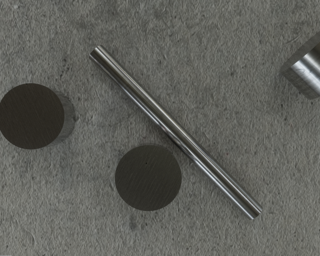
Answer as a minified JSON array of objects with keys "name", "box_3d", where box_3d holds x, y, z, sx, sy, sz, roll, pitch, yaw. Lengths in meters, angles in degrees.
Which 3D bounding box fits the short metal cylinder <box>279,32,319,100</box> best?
[{"name":"short metal cylinder","box_3d":[0.198,-0.081,0.384,0.050,0.080,0.080,44,90,0]}]

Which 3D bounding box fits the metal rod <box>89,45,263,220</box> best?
[{"name":"metal rod","box_3d":[0.021,0.006,0.410,0.025,0.025,0.300,-45,90,0]}]

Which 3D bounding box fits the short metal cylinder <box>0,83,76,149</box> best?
[{"name":"short metal cylinder","box_3d":[-0.155,-0.014,0.396,0.081,0.050,0.080,0,90,0]}]

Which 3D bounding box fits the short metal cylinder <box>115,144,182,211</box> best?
[{"name":"short metal cylinder","box_3d":[-0.014,0.060,0.397,0.081,0.050,0.080,0,90,0]}]
